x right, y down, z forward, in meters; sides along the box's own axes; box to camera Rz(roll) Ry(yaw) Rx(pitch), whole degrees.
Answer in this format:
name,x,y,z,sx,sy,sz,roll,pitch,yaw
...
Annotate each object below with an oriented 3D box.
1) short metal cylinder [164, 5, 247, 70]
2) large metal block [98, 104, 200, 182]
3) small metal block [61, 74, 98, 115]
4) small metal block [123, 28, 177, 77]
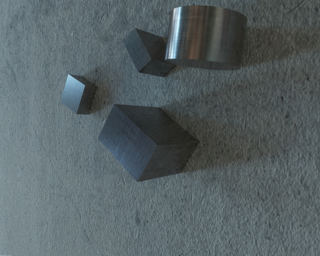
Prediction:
name,x,y,z,sx,sy,sz,roll,pitch,yaw
short metal cylinder,0.048,-0.092,0.328,0.080,0.081,0.050,12,98,39
large metal block,-0.013,0.015,0.378,0.080,0.081,0.050,42,116,31
small metal block,-0.135,-0.056,0.513,0.050,0.025,0.050,33,110,34
small metal block,-0.012,-0.095,0.397,0.025,0.050,0.050,-39,66,33
